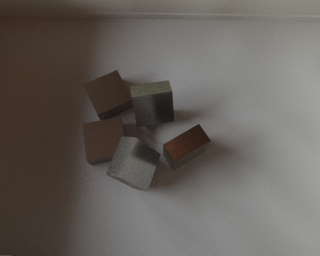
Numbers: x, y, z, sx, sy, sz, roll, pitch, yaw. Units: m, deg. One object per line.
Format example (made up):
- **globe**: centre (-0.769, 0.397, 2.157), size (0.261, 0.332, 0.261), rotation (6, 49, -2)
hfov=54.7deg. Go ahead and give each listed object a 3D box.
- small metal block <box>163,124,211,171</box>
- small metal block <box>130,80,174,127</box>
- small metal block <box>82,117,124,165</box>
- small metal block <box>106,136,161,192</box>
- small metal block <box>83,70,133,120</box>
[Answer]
- **small metal block**: centre (0.032, 0.025, 0.388), size (0.050, 0.050, 0.025), rotation (-30, 73, -10)
- **small metal block**: centre (-0.010, -0.031, 0.405), size (0.050, 0.050, 0.025), rotation (-9, 43, -4)
- **small metal block**: centre (-0.070, 0.017, 0.403), size (0.050, 0.025, 0.050), rotation (-10, 70, -4)
- **small metal block**: centre (-0.031, 0.044, 0.377), size (0.025, 0.050, 0.050), rotation (3, 65, 41)
- **small metal block**: centre (-0.070, -0.044, 0.425), size (0.050, 0.025, 0.050), rotation (-26, 72, -9)
